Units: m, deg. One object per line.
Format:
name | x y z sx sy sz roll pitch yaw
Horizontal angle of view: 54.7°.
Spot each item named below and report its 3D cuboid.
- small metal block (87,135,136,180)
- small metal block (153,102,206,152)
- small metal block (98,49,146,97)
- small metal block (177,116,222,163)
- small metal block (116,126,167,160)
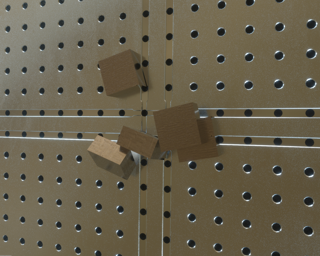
small metal block | -0.064 0.040 0.418 0.050 0.050 0.025 22 63 18
small metal block | 0.024 0.000 0.377 0.050 0.025 0.050 -13 86 18
small metal block | -0.052 -0.075 0.430 0.050 0.025 0.050 -16 85 19
small metal block | 0.047 0.015 0.395 0.050 0.025 0.050 -11 87 19
small metal block | -0.020 0.020 0.403 0.050 0.050 0.025 22 91 21
